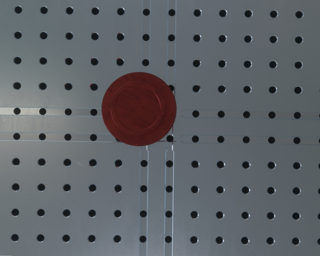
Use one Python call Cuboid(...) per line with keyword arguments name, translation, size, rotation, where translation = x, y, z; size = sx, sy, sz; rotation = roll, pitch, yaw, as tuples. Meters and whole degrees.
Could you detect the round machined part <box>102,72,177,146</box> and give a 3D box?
Cuboid(name="round machined part", translation=(-0.027, -0.025, 0.405), size=(0.099, 0.042, 0.097), rotation=(0, 90, 0))
